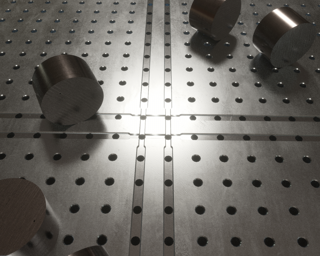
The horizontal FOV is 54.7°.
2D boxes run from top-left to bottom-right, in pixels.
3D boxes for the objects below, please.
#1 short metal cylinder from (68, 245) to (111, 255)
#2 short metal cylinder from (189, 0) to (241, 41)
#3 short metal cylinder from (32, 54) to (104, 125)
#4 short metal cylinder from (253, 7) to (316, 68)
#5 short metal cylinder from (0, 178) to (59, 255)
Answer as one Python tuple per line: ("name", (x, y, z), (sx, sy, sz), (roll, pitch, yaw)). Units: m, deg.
("short metal cylinder", (-0.065, 0.143, 0.251), (0.081, 0.080, 0.050), (-31, 57, -23))
("short metal cylinder", (0.097, -0.201, 0.542), (0.080, 0.080, 0.050), (-36, 59, -27))
("short metal cylinder", (-0.122, -0.050, 0.412), (0.081, 0.080, 0.050), (-21, 54, -17))
("short metal cylinder", (0.198, -0.144, 0.496), (0.081, 0.080, 0.050), (-17, 52, -14))
("short metal cylinder", (-0.148, 0.097, 0.308), (0.081, 0.050, 0.080), (0, 50, 0))
